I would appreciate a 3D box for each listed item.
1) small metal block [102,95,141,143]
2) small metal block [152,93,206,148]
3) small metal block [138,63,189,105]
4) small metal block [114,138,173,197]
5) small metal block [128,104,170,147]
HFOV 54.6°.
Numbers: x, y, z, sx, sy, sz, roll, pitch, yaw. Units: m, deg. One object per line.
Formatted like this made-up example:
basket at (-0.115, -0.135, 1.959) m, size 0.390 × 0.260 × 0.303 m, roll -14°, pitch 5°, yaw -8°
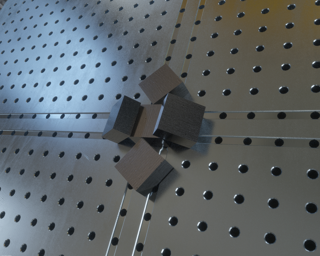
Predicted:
small metal block at (-0.054, -0.011, 0.428) m, size 0.050 × 0.025 × 0.050 m, roll -29°, pitch 41°, yaw 59°
small metal block at (0.024, -0.009, 0.384) m, size 0.050 × 0.025 × 0.050 m, roll 20°, pitch 66°, yaw -8°
small metal block at (0.005, -0.057, 0.441) m, size 0.050 × 0.025 × 0.050 m, roll -37°, pitch 50°, yaw 2°
small metal block at (-0.021, 0.049, 0.389) m, size 0.050 × 0.025 × 0.050 m, roll -47°, pitch 50°, yaw -4°
small metal block at (-0.009, -0.004, 0.415) m, size 0.050 × 0.025 × 0.050 m, roll 2°, pitch 62°, yaw 29°
